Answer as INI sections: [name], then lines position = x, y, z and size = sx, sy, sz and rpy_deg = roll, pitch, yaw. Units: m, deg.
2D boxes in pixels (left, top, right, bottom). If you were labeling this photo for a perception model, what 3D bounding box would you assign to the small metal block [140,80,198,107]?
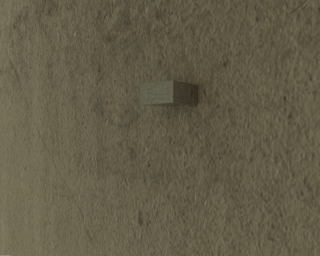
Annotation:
[small metal block]
position = 0.012, -0.041, 0.380
size = 0.050, 0.050, 0.025
rpy_deg = 0, 90, 40
